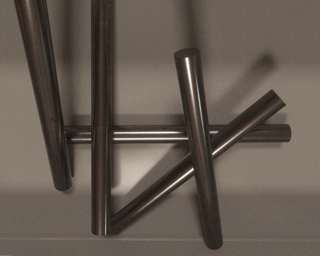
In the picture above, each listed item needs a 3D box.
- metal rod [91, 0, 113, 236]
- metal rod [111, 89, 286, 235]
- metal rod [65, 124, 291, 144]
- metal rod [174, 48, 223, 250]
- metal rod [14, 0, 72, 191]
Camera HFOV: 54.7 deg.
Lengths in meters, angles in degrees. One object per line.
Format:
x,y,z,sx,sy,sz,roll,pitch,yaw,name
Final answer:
-0.072,-0.009,0.383,0.025,0.025,0.298,2,101,-1,metal rod
0.034,0.056,0.413,0.025,0.025,0.299,43,111,-15,metal rod
0.020,0.008,0.414,0.302,0.025,0.025,0,110,-1,metal rod
0.053,0.049,0.378,0.025,0.025,0.298,-11,124,3,metal rod
-0.120,-0.025,0.336,0.025,0.025,0.298,6,135,-3,metal rod
